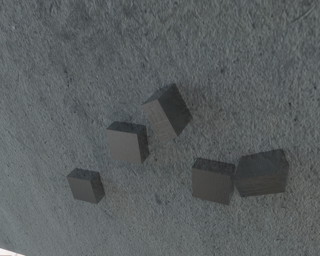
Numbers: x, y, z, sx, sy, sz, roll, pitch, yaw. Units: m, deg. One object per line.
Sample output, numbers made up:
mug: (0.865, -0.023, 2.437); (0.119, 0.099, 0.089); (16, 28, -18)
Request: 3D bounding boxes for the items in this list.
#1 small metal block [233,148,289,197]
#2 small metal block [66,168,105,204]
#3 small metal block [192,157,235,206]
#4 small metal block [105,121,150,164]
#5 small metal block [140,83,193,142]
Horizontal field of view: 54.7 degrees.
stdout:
small metal block: (0.118, 0.052, 0.361); (0.050, 0.050, 0.025); (-17, 110, 35)
small metal block: (-0.128, 0.100, 0.536); (0.050, 0.025, 0.050); (5, 121, 25)
small metal block: (0.071, 0.071, 0.413); (0.050, 0.025, 0.050); (9, 123, 23)
small metal block: (-0.046, 0.021, 0.444); (0.050, 0.025, 0.050); (8, 122, 24)
small metal block: (0.010, -0.019, 0.374); (0.025, 0.050, 0.050); (-17, 109, 35)
